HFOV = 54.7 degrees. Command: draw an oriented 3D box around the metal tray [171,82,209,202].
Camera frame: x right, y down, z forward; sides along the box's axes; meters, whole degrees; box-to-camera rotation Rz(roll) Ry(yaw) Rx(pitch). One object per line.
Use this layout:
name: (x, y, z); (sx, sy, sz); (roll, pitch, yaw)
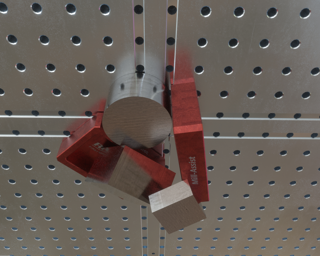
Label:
metal tray: (0.038, 0.020, 0.387); (0.030, 0.090, 0.129); (-7, 130, 6)

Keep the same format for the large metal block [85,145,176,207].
large metal block: (-0.040, 0.065, 0.409); (0.080, 0.050, 0.080); (32, 159, -25)

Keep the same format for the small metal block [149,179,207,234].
small metal block: (0.021, 0.094, 0.368); (0.050, 0.025, 0.050); (-25, 127, 6)

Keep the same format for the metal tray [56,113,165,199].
metal tray: (-0.067, 0.045, 0.445); (0.090, 0.030, 0.130); (-36, 122, 26)

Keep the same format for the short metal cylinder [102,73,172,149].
short metal cylinder: (-0.027, -0.020, 0.378); (0.081, 0.050, 0.079); (0, 130, 0)
